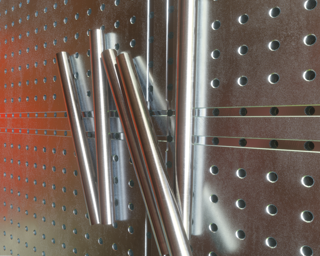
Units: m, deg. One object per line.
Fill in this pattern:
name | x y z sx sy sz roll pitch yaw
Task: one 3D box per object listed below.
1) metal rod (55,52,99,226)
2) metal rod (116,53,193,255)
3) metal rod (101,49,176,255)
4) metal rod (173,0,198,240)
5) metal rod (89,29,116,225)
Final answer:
metal rod | -0.137 0.010 0.523 0.025 0.025 0.299 -25 74 37
metal rod | -0.012 0.030 0.397 0.025 0.025 0.299 -34 62 35
metal rod | -0.034 0.023 0.438 0.025 0.025 0.299 -29 72 36
metal rod | 0.031 -0.013 0.384 0.025 0.025 0.298 2 92 40
metal rod | -0.090 -0.004 0.484 0.025 0.025 0.299 -7 86 40
